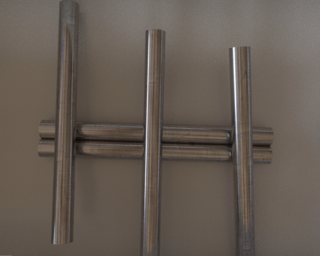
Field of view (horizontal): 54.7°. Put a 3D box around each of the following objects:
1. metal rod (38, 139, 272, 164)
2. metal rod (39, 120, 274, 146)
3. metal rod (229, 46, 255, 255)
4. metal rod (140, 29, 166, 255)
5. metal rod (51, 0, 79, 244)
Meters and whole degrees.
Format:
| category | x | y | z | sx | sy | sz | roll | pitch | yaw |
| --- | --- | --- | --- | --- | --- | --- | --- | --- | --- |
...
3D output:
| category | x | y | z | sx | sy | sz | roll | pitch | yaw |
| --- | --- | --- | --- | --- | --- | --- | --- | --- | --- |
| metal rod | -0.006 | 0.031 | 0.410 | 0.302 | 0.025 | 0.025 | 2 | 90 | -1 |
| metal rod | -0.004 | 0.007 | 0.410 | 0.302 | 0.025 | 0.025 | 2 | 90 | -1 |
| metal rod | 0.104 | 0.052 | 0.389 | 0.025 | 0.025 | 0.298 | -4 | 98 | 0 |
| metal rod | -0.009 | 0.030 | 0.385 | 0.025 | 0.025 | 0.298 | 1 | 90 | -1 |
| metal rod | -0.117 | -0.014 | 0.385 | 0.025 | 0.025 | 0.298 | -1 | 82 | -1 |
